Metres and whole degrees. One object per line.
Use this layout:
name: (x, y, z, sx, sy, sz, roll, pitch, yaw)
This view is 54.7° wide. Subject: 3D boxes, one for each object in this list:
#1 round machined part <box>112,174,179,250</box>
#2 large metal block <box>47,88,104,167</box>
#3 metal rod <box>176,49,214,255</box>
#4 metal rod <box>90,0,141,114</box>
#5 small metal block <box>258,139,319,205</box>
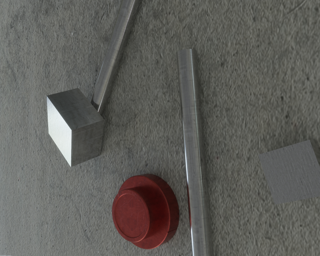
round machined part: (-0.026, 0.112, 0.413, 0.098, 0.042, 0.097, 0, 90, 39)
large metal block: (-0.131, -0.002, 0.477, 0.080, 0.050, 0.079, 47, 141, 29)
metal rod: (0.043, 0.056, 0.367, 0.025, 0.025, 0.298, -7, 86, 39)
metal rod: (-0.048, -0.160, 0.442, 0.025, 0.025, 0.298, 33, 110, 34)
small metal block: (0.130, 0.042, 0.297, 0.050, 0.025, 0.050, -24, 75, 37)
